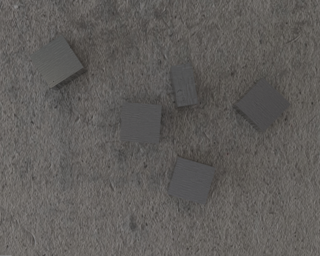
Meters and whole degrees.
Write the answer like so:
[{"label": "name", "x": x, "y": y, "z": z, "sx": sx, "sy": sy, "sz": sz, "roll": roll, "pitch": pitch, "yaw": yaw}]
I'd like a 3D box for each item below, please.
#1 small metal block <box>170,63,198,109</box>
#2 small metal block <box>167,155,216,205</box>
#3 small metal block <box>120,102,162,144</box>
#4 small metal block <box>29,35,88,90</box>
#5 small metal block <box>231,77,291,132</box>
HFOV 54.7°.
[{"label": "small metal block", "x": 0.030, "y": -0.052, "z": 0.398, "sx": 0.025, "sy": 0.050, "sz": 0.050, "roll": -9, "pitch": 90, "yaw": 0}, {"label": "small metal block", "x": 0.041, "y": 0.068, "z": 0.410, "sx": 0.050, "sy": 0.025, "sz": 0.050, "roll": 16, "pitch": 90, "yaw": 0}, {"label": "small metal block", "x": -0.024, "y": -0.007, "z": 0.410, "sx": 0.050, "sy": 0.025, "sz": 0.050, "roll": 4, "pitch": 90, "yaw": 0}, {"label": "small metal block", "x": -0.133, "y": -0.085, "z": 0.409, "sx": 0.050, "sy": 0.025, "sz": 0.050, "roll": -33, "pitch": 90, "yaw": 0}, {"label": "small metal block", "x": 0.133, "y": -0.030, "z": 0.411, "sx": 0.050, "sy": 0.025, "sz": 0.050, "roll": 44, "pitch": 90, "yaw": 0}]
